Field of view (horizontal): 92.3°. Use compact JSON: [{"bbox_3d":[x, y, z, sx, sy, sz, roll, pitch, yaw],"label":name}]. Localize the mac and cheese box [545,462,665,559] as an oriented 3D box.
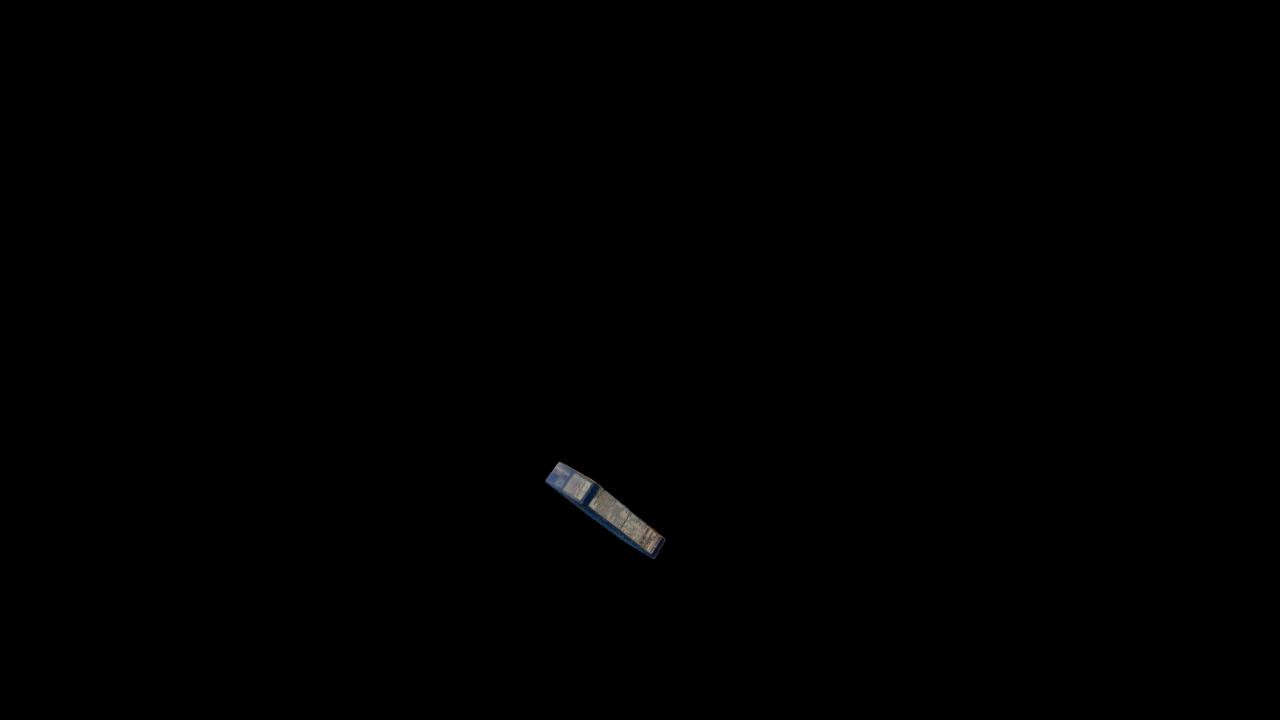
[{"bbox_3d":[-0.048,0.221,0.896,0.093,0.041,0.184,14,-26,48],"label":"mac and cheese box"}]
